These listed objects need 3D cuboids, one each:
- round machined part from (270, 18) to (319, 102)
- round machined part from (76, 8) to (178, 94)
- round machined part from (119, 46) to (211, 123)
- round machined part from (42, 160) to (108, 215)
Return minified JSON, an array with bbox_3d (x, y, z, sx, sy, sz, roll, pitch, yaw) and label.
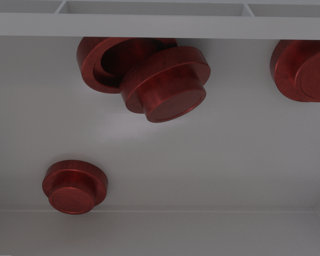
[{"bbox_3d":[0.177,-0.067,0.342,0.099,0.042,0.097,0,130,0],"label":"round machined part"},{"bbox_3d":[-0.035,-0.079,0.311,0.099,0.042,0.098,-18,158,-8],"label":"round machined part"},{"bbox_3d":[0.010,-0.040,0.332,0.099,0.042,0.098,-22,162,-7],"label":"round machined part"},{"bbox_3d":[-0.133,0.098,0.480,0.099,0.042,0.097,0,130,0],"label":"round machined part"}]
